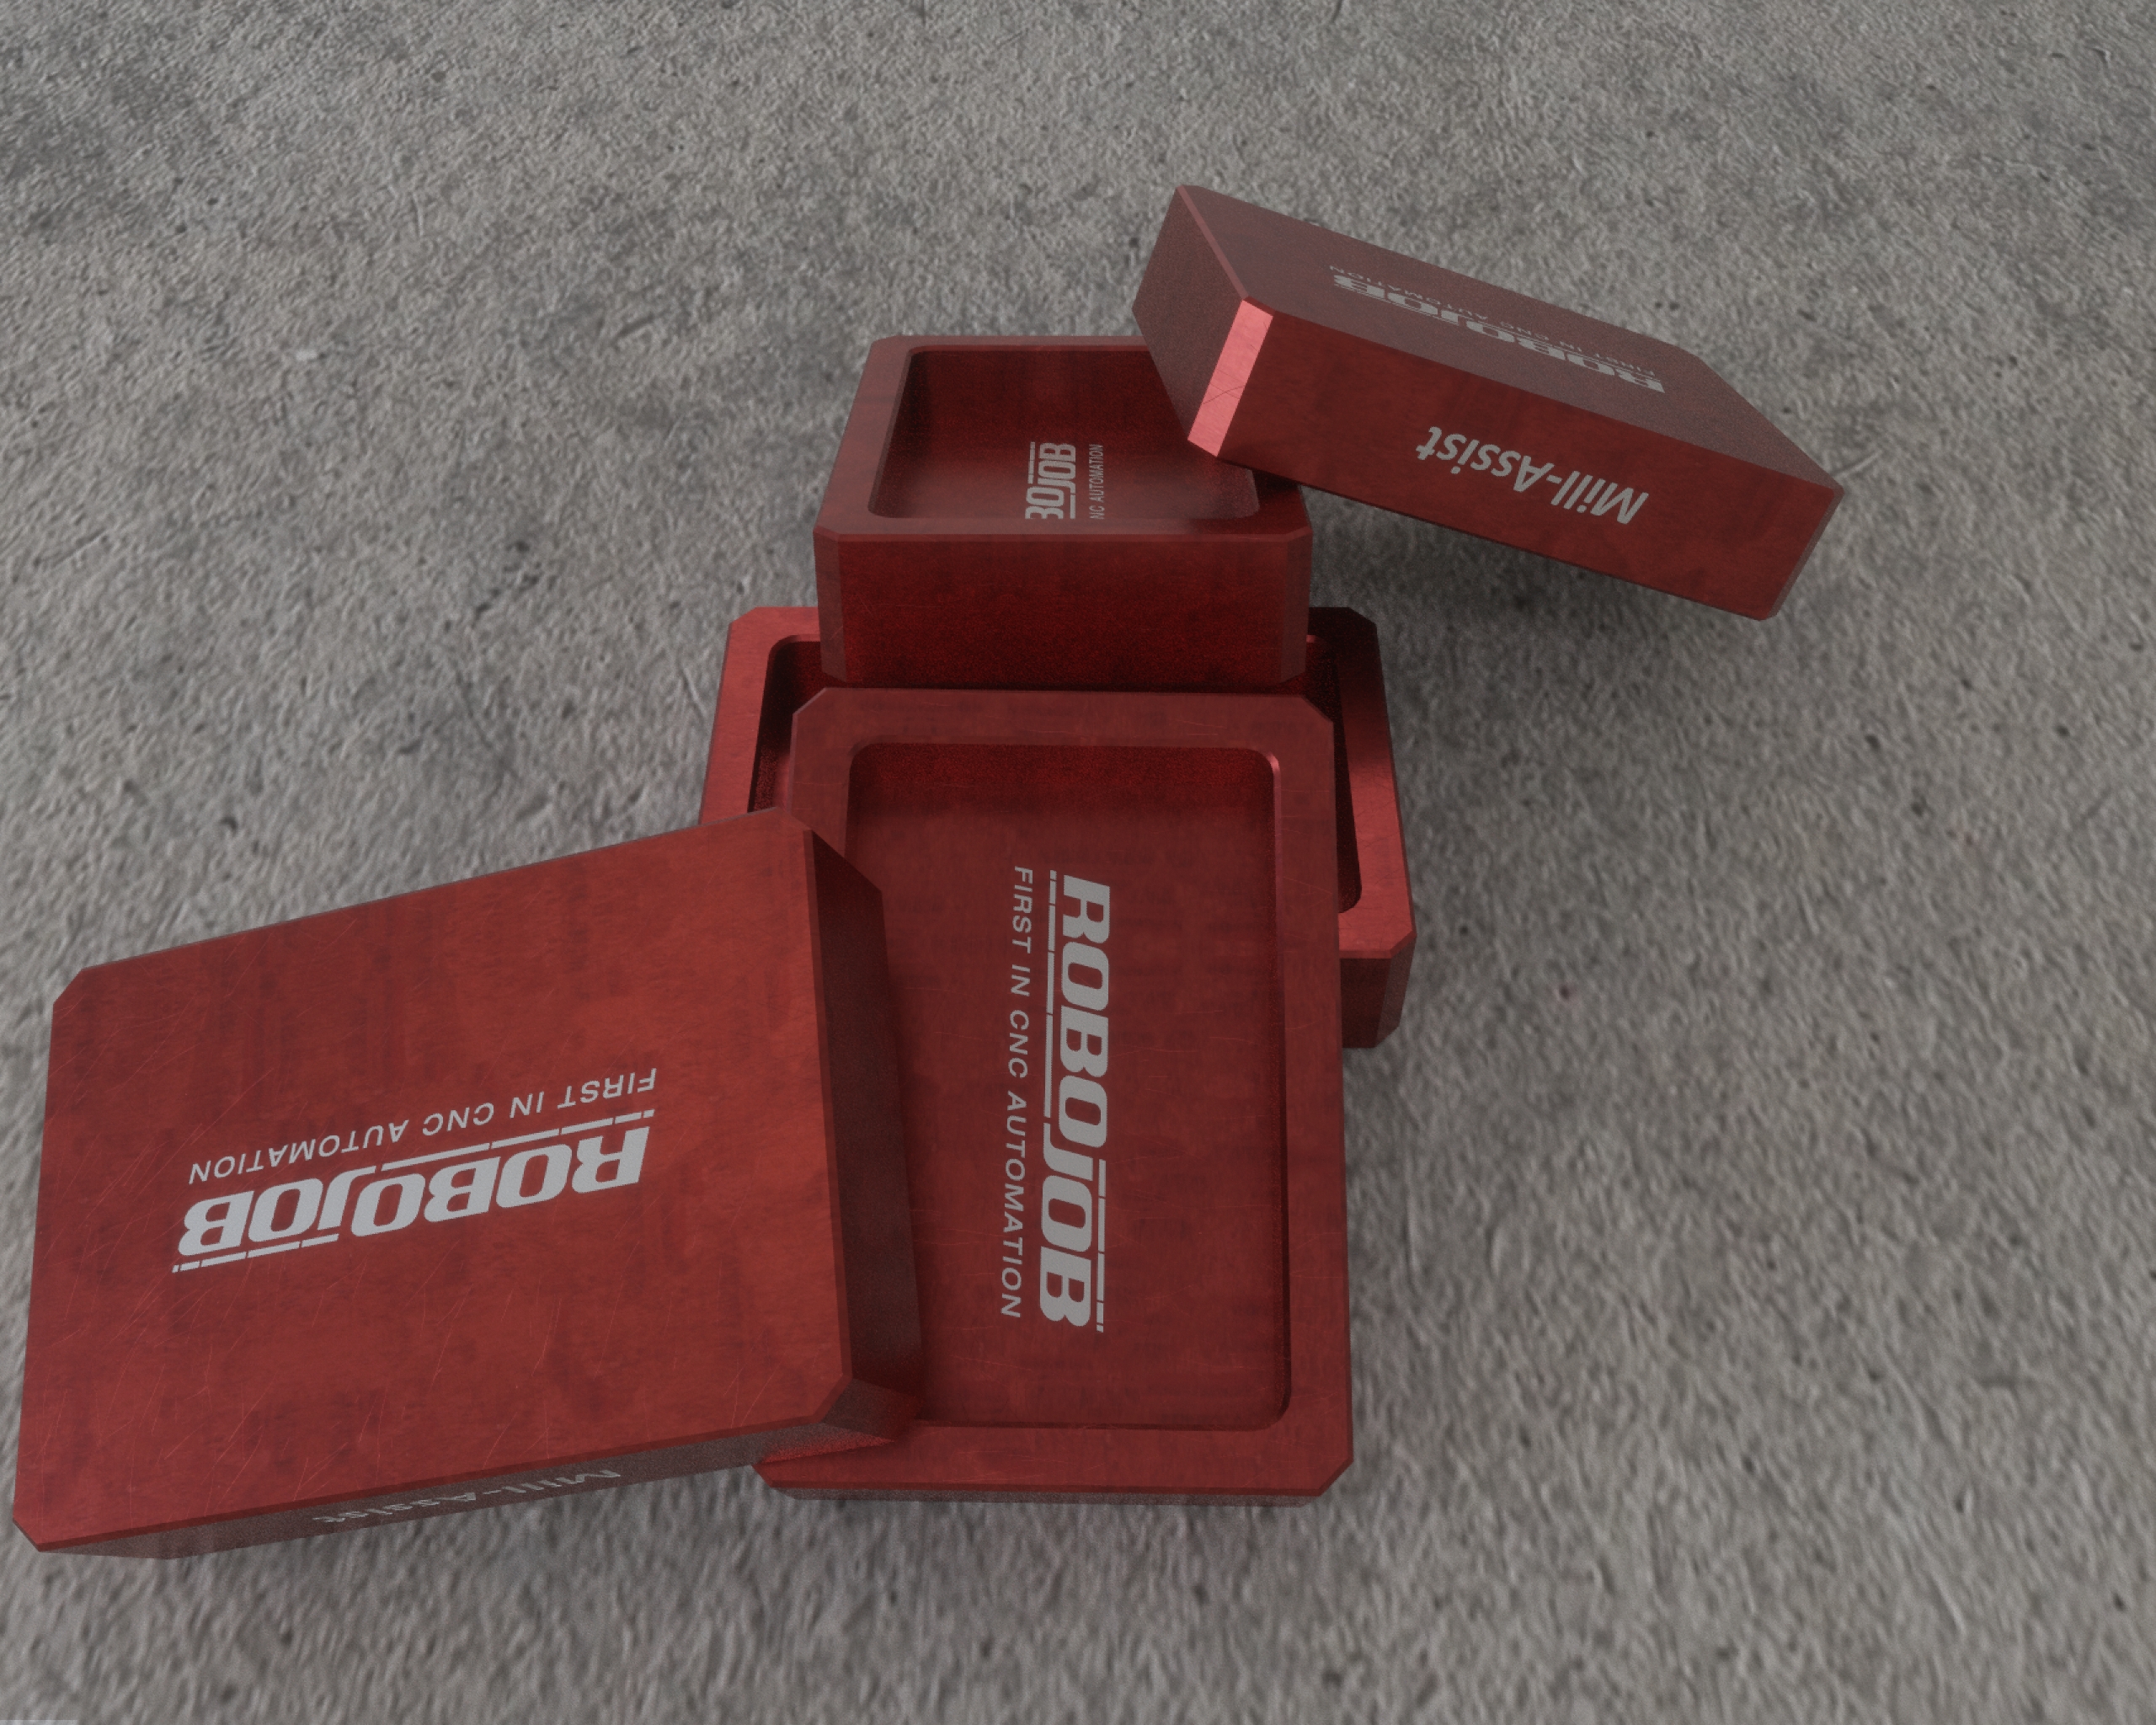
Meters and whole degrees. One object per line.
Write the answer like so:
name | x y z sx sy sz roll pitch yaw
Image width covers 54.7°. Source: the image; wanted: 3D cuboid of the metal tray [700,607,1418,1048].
metal tray | -0.005 -0.009 0.406 0.131 0.030 0.090 0 50 0

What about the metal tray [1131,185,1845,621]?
metal tray | 0.082 -0.098 0.437 0.131 0.030 0.090 13 29 -16

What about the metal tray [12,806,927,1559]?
metal tray | -0.093 0.050 0.316 0.130 0.030 0.090 -12 67 12

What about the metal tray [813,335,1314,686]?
metal tray | -0.002 -0.078 0.436 0.091 0.030 0.130 0 30 0

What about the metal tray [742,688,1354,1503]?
metal tray | -0.003 0.037 0.341 0.091 0.030 0.130 1 69 0
